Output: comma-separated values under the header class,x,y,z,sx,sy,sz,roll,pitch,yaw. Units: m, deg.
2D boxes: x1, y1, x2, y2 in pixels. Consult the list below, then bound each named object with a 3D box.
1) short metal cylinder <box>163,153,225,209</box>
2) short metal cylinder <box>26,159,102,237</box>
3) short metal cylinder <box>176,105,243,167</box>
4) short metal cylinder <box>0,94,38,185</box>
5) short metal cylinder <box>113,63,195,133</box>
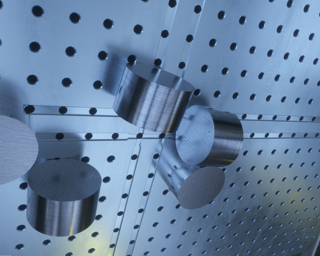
class,x,y,z,sx,sy,sz,roll,pitch,yaw
short metal cylinder,0.051,0.076,0.472,0.081,0.050,0.079,-14,125,-21
short metal cylinder,-0.113,0.079,0.364,0.081,0.080,0.050,-1,119,-28
short metal cylinder,0.065,0.012,0.421,0.050,0.080,0.079,8,114,-32
short metal cylinder,-0.168,0.011,0.310,0.081,0.050,0.079,-14,124,-21
short metal cylinder,-0.007,-0.035,0.351,0.081,0.080,0.050,7,115,-32
